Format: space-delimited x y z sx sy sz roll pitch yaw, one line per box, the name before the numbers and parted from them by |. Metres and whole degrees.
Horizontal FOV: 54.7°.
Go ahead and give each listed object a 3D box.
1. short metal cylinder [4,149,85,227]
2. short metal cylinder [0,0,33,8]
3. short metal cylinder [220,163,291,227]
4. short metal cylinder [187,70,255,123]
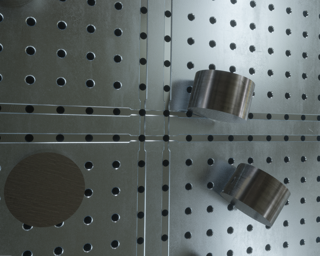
short metal cylinder | -0.129 0.065 0.352 0.081 0.050 0.079 0 90 -21
short metal cylinder | -0.170 -0.180 0.336 0.081 0.050 0.079 0 90 -21
short metal cylinder | 0.132 0.093 0.434 0.080 0.080 0.050 40 77 -16
short metal cylinder | 0.081 -0.040 0.415 0.081 0.080 0.050 16 85 -20
